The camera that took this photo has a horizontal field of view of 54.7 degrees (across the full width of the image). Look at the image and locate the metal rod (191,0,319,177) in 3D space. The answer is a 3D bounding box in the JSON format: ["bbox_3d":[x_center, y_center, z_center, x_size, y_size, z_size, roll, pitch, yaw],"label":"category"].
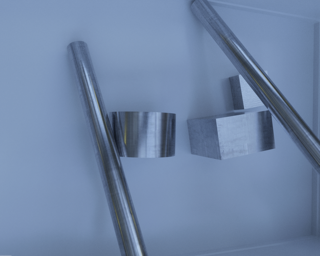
[{"bbox_3d":[0.130,-0.052,0.390,0.025,0.025,0.299,-26,72,-18],"label":"metal rod"}]

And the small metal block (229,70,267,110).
[{"bbox_3d":[0.135,-0.056,0.462,0.050,0.025,0.050,-12,94,-20],"label":"small metal block"}]

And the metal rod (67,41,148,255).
[{"bbox_3d":[-0.054,0.037,0.332,0.025,0.025,0.299,-12,72,-20],"label":"metal rod"}]

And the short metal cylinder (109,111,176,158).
[{"bbox_3d":[-0.021,0.007,0.374,0.081,0.080,0.050,1,90,-20],"label":"short metal cylinder"}]

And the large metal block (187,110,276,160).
[{"bbox_3d":[0.093,0.007,0.417,0.081,0.080,0.050,-9,94,-20],"label":"large metal block"}]
